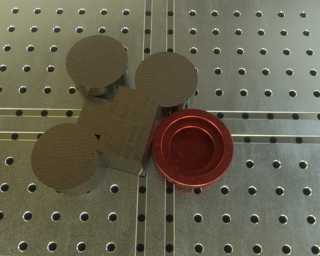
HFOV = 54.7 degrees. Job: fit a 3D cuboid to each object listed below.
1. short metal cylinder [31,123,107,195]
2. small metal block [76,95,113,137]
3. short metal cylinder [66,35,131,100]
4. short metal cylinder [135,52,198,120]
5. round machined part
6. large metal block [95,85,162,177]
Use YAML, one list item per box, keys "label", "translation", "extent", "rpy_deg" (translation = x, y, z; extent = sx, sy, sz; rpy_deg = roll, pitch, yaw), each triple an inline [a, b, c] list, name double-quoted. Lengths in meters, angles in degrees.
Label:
- label: "short metal cylinder"
  translation: [-0.109, 0.040, 0.383]
  extent: [0.081, 0.050, 0.080]
  rpy_deg: [0, 70, 0]
- label: "small metal block"
  translation: [-0.079, -0.011, 0.415]
  extent: [0.050, 0.025, 0.050]
  rpy_deg: [14, 71, 5]
- label: "short metal cylinder"
  translation: [-0.082, -0.080, 0.426]
  extent: [0.081, 0.050, 0.080]
  rpy_deg: [0, 70, 0]
- label: "short metal cylinder"
  translation: [0.008, -0.055, 0.418]
  extent: [0.081, 0.050, 0.080]
  rpy_deg: [0, 70, 0]
- label: "round machined part"
  translation: [0.040, 0.028, 0.392]
  extent: [0.099, 0.042, 0.098]
  rpy_deg: [0, 70, 0]
- label: "large metal block"
  translation: [-0.033, 0.007, 0.376]
  extent: [0.050, 0.080, 0.080]
  rpy_deg: [15, 71, 5]
